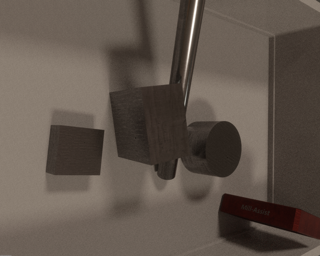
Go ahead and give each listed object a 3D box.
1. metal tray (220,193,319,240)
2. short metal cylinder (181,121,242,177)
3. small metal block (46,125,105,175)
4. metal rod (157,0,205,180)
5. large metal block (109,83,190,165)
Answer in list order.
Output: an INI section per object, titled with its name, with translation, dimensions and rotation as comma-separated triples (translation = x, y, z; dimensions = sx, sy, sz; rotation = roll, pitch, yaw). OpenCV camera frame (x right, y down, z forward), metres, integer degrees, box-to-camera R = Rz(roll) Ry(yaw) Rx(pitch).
[metal tray]
translation = 0.173, 0.138, 0.487
dimensions = 0.090, 0.130, 0.030
rotation = 27, 73, -37
[short metal cylinder]
translation = 0.075, 0.030, 0.456
dimensions = 0.081, 0.050, 0.079
rotation = 0, 90, -40
[small metal block]
translation = -0.090, 0.024, 0.332
dimensions = 0.050, 0.025, 0.050
rotation = 8, 85, -40
[metal rod]
translation = 0.025, -0.067, 0.348
dimensions = 0.025, 0.025, 0.298
rotation = -18, 128, -39
[large metal block]
translation = -0.014, -0.006, 0.357
dimensions = 0.050, 0.080, 0.079
rotation = -11, 97, -32
